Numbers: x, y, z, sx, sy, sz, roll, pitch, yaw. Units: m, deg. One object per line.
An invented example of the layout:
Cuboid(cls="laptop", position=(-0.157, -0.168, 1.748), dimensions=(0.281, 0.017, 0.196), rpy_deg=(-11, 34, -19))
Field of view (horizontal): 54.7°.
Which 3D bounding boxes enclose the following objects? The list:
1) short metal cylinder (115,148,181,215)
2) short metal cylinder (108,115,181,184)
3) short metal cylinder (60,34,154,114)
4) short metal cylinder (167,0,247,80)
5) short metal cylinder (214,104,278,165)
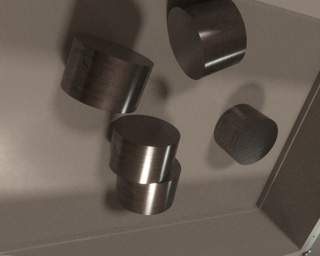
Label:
Cuboid(cls="short metal cylinder", position=(-0.017, 0.067, 0.407), dimensions=(0.081, 0.080, 0.050), rpy_deg=(-4, 121, -27))
Cuboid(cls="short metal cylinder", position=(-0.020, 0.023, 0.378), dimensions=(0.081, 0.080, 0.050), rpy_deg=(-2, 119, -28))
Cuboid(cls="short metal cylinder", position=(-0.053, -0.055, 0.311), dimensions=(0.081, 0.080, 0.050), rpy_deg=(10, 114, -33))
Cuboid(cls="short metal cylinder", position=(0.049, -0.099, 0.340), dimensions=(0.050, 0.080, 0.080), rpy_deg=(-24, 128, -14))
Cuboid(cls="short metal cylinder", position=(0.130, 0.010, 0.472), dimensions=(0.081, 0.050, 0.079), rpy_deg=(-14, 125, -21))
